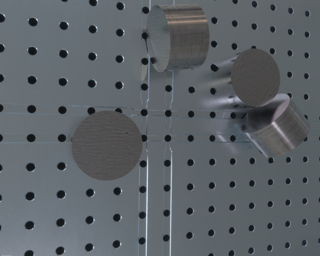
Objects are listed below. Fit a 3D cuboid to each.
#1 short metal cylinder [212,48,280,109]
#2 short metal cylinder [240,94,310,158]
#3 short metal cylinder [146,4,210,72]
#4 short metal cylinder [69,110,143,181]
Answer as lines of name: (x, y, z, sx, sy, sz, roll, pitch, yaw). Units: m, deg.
short metal cylinder: (0.123, -0.068, 0.444, 0.081, 0.050, 0.079, 0, 90, -20)
short metal cylinder: (0.163, -0.004, 0.443, 0.080, 0.080, 0.050, -47, 105, -14)
short metal cylinder: (0.020, -0.113, 0.390, 0.050, 0.080, 0.080, -10, 94, -20)
short metal cylinder: (-0.067, 0.020, 0.375, 0.081, 0.050, 0.079, 0, 90, -20)
